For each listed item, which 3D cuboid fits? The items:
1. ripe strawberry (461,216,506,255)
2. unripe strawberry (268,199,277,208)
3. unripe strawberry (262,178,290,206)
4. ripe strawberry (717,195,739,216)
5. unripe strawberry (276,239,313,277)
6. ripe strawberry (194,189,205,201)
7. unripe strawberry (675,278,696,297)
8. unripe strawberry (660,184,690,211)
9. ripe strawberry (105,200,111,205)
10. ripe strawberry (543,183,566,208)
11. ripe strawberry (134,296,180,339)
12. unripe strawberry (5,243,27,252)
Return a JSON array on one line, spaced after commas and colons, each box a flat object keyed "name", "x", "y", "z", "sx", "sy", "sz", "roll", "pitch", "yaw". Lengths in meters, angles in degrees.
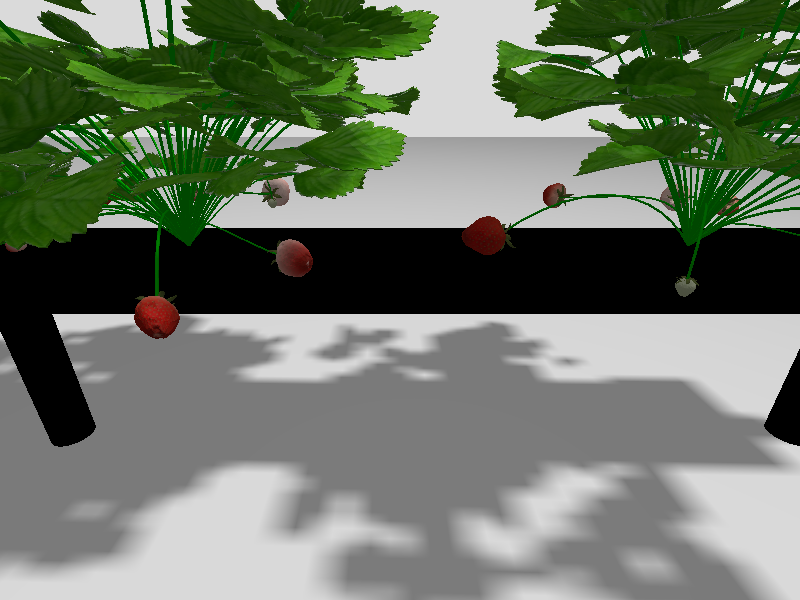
[{"name": "ripe strawberry", "x": 0.069, "y": -0.053, "z": 0.331, "sx": 0.035, "sy": 0.030, "sz": 0.035, "roll": -4, "pitch": 24, "yaw": -7}, {"name": "unripe strawberry", "x": -0.157, "y": -0.118, "z": 0.493, "sx": 0.011, "sy": 0.011, "sz": 0.011, "roll": 5, "pitch": 24, "yaw": 12}, {"name": "unripe strawberry", "x": -0.165, "y": -0.147, "z": 0.540, "sx": 0.036, "sy": 0.038, "sz": 0.038, "roll": 3, "pitch": 23, "yaw": 6}, {"name": "ripe strawberry", "x": 0.382, "y": -0.109, "z": 0.466, "sx": 0.022, "sy": 0.025, "sz": 0.023, "roll": 22, "pitch": 4, "yaw": 41}, {"name": "unripe strawberry", "x": -0.073, "y": -0.028, "z": 0.280, "sx": 0.026, "sy": 0.027, "sz": 0.024, "roll": 16, "pitch": 29, "yaw": 31}, {"name": "ripe strawberry", "x": -0.270, "y": -0.139, "z": 0.542, "sx": 0.021, "sy": 0.022, "sz": 0.023, "roll": -9, "pitch": -25, "yaw": -20}, {"name": "unripe strawberry", "x": 0.172, "y": -0.007, "z": 0.242, "sx": 0.010, "sy": 0.011, "sz": 0.011, "roll": 16, "pitch": 28, "yaw": 31}, {"name": "unripe strawberry", "x": 0.350, "y": -0.131, "z": 0.510, "sx": 0.032, "sy": 0.033, "sz": 0.034, "roll": 12, "pitch": 26, "yaw": 26}, {"name": "ripe strawberry", "x": -0.404, "y": -0.142, "z": 0.532, "sx": 0.036, "sy": 0.035, "sz": 0.033, "roll": 16, "pitch": 28, "yaw": 40}, {"name": "ripe strawberry", "x": 0.198, "y": -0.135, "z": 0.517, "sx": 0.027, "sy": 0.031, "sz": 0.030, "roll": -8, "pitch": 25, "yaw": -17}, {"name": "ripe strawberry", "x": -0.122, "y": 0.010, "z": 0.201, "sx": 0.019, "sy": 0.021, "sz": 0.022, "roll": -9, "pitch": -39, "yaw": -20}, {"name": "unripe strawberry", "x": -0.327, "y": -0.047, "z": 0.340, "sx": 0.015, "sy": 0.013, "sz": 0.015, "roll": -41, "pitch": 23, "yaw": 10}]
